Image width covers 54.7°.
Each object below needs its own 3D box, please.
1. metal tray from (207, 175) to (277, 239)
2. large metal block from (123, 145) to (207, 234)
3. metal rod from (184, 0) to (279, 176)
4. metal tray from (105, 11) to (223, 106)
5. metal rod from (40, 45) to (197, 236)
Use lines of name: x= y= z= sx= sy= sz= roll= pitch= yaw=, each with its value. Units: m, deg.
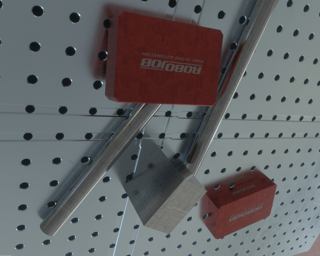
metal tray: x=0.155 y=0.150 z=0.589 sx=0.131 sy=0.030 sz=0.089 roll=-16 pitch=125 yaw=-20
large metal block: x=0.004 y=0.085 z=0.432 sx=0.050 sy=0.080 sz=0.080 roll=34 pitch=99 yaw=-39
metal rod: x=0.086 y=-0.038 z=0.436 sx=0.025 sy=0.025 sz=0.298 roll=8 pitch=114 yaw=-32
metal tray: x=0.007 y=-0.073 z=0.350 sx=0.131 sy=0.030 sz=0.089 roll=0 pitch=99 yaw=-29
metal rod: x=-0.054 y=0.021 z=0.395 sx=0.025 sy=0.025 sz=0.299 roll=34 pitch=99 yaw=-39
